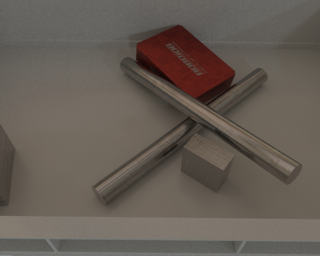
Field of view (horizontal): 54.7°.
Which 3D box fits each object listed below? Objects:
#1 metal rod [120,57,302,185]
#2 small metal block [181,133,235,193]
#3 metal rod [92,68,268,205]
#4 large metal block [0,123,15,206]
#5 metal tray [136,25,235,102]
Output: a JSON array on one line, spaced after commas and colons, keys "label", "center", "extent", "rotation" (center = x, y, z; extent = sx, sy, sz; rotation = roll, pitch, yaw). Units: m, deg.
[{"label": "metal rod", "center": [0.040, -0.027, 0.396], "extent": [0.025, 0.025, 0.300], "rotation": [-31, 47, -24]}, {"label": "small metal block", "center": [0.053, 0.041, 0.355], "extent": [0.050, 0.050, 0.025], "rotation": [30, 56, 22]}, {"label": "metal rod", "center": [0.043, -0.003, 0.408], "extent": [0.302, 0.025, 0.025], "rotation": [-35, 59, -26]}, {"label": "large metal block", "center": [-0.217, 0.046, 0.347], "extent": [0.081, 0.050, 0.080], "rotation": [-9, 51, -8]}, {"label": "metal tray", "center": [0.036, -0.095, 0.470], "extent": [0.091, 0.030, 0.130], "rotation": [-32, 65, -24]}]
